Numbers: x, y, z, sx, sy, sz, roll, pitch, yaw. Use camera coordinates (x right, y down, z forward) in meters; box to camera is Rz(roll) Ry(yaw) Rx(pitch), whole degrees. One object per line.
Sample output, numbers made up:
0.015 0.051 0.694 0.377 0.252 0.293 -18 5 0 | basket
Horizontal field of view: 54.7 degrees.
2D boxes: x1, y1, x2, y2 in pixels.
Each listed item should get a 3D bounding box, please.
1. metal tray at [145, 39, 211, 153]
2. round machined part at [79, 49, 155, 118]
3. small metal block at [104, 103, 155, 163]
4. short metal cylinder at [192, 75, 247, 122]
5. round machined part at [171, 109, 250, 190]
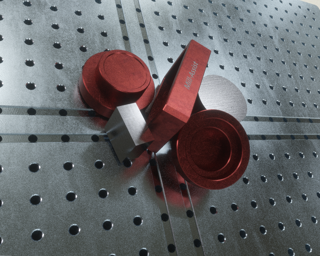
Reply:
0.018 -0.041 0.396 0.030 0.090 0.130 29 52 -10 | metal tray
-0.051 -0.062 0.402 0.099 0.042 0.098 14 56 -21 | round machined part
-0.037 0.006 0.363 0.025 0.050 0.050 -16 71 -35 | small metal block
0.077 -0.030 0.447 0.081 0.050 0.080 14 56 -21 | short metal cylinder
0.060 0.028 0.393 0.099 0.042 0.097 2 82 -18 | round machined part
